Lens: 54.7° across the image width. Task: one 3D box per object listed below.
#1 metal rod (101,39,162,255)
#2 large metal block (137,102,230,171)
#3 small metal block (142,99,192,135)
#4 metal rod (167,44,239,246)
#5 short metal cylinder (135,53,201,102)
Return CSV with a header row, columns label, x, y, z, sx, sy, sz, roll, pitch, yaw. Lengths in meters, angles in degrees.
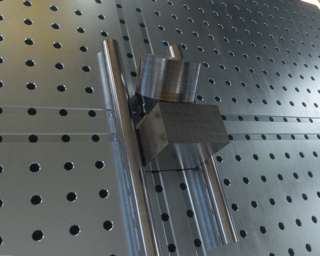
label,x,y,z,sx,sy,sz,roll,pitch,yaw
metal rod,-0.039,0.013,0.378,0.025,0.025,0.299,1,61,-28
large metal block,0.022,0.013,0.374,0.081,0.080,0.050,1,62,-28
small metal block,0.011,-0.013,0.406,0.050,0.050,0.025,2,61,-28
metal rod,0.053,0.006,0.432,0.025,0.025,0.299,2,61,-27
short metal cylinder,0.010,-0.068,0.411,0.081,0.050,0.080,9,15,-2
